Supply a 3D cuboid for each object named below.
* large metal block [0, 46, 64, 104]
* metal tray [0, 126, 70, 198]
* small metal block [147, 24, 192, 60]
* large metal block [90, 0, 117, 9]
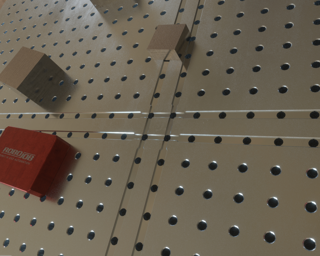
[{"bbox_3d":[-0.245,-0.100,0.583,0.080,0.050,0.080,23,74,36],"label":"large metal block"},{"bbox_3d":[-0.214,0.049,0.488,0.130,0.030,0.090,8,66,31],"label":"metal tray"},{"bbox_3d":[0.015,-0.134,0.483,0.050,0.025,0.050,9,66,32],"label":"small metal block"},{"bbox_3d":[-0.108,-0.304,0.636,0.080,0.050,0.080,-15,56,20],"label":"large metal block"}]
